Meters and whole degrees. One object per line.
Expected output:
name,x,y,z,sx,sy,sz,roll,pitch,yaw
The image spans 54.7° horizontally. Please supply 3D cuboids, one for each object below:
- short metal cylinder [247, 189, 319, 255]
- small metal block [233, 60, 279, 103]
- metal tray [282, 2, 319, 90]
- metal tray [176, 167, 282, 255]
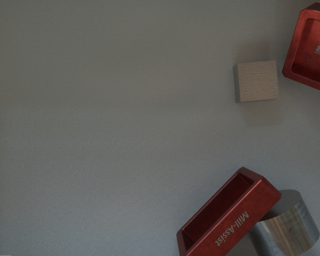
short metal cylinder,0.147,0.118,0.386,0.080,0.080,0.050,-26,90,0
small metal block,0.127,-0.061,0.413,0.050,0.025,0.050,-5,90,-1
metal tray,0.218,-0.081,0.355,0.130,0.089,0.030,31,48,31
metal tray,0.078,0.109,0.380,0.030,0.090,0.130,45,90,0
